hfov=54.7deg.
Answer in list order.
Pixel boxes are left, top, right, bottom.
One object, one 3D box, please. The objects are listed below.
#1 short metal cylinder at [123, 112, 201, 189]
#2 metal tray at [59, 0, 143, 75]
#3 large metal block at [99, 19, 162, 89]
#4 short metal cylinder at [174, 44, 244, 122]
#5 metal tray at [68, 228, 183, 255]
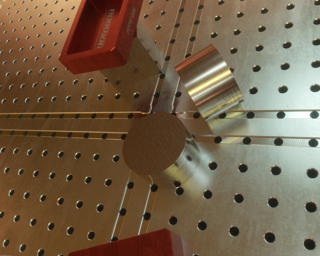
[{"bbox_3d":[0.003,0.028,0.374,0.080,0.050,0.080,-13,56,21],"label":"short metal cylinder"},{"bbox_3d":[-0.079,-0.139,0.429,0.090,0.030,0.130,-4,60,26],"label":"metal tray"},{"bbox_3d":[-0.052,-0.113,0.470,0.080,0.080,0.050,-17,55,18],"label":"large metal block"},{"bbox_3d":[0.059,-0.054,0.375,0.050,0.080,0.080,-29,52,10],"label":"short metal cylinder"},{"bbox_3d":[-0.038,0.166,0.323,0.130,0.030,0.090,-20,54,16],"label":"metal tray"}]
